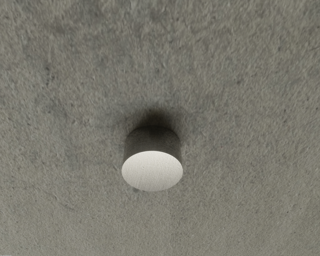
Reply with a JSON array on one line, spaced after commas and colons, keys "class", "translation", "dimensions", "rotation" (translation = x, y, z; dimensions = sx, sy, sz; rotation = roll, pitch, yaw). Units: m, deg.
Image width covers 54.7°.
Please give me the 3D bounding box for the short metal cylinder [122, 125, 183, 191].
[{"class": "short metal cylinder", "translation": [-0.010, 0.042, 0.427], "dimensions": [0.081, 0.050, 0.079], "rotation": [0, 130, 0]}]
